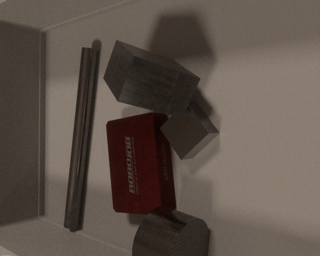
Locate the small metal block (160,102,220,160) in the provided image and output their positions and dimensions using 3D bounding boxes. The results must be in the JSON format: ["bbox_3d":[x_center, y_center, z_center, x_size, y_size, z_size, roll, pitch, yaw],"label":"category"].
[{"bbox_3d":[0.035,0.003,0.376,0.050,0.025,0.050,-48,62,29],"label":"small metal block"}]

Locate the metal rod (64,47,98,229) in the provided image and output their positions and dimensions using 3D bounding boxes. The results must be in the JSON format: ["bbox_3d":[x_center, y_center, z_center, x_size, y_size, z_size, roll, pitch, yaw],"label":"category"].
[{"bbox_3d":[-0.132,0.020,0.512,0.025,0.025,0.298,12,98,39],"label":"metal rod"}]

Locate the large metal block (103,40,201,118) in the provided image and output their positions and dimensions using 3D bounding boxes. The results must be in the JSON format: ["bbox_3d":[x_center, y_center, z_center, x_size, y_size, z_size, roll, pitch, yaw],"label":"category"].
[{"bbox_3d":[-0.013,-0.058,0.363,0.050,0.081,0.080,-67,29,18],"label":"large metal block"}]

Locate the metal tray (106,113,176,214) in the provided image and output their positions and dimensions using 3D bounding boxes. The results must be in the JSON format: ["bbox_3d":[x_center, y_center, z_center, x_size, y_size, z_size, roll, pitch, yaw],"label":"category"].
[{"bbox_3d":[-0.028,0.049,0.425,0.090,0.030,0.129,-9,84,39],"label":"metal tray"}]

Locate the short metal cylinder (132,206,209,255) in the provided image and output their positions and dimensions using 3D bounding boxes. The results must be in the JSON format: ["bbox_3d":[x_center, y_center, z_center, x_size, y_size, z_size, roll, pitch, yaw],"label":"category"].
[{"bbox_3d":[0.014,0.137,0.358,0.050,0.081,0.079,9,96,39],"label":"short metal cylinder"}]
